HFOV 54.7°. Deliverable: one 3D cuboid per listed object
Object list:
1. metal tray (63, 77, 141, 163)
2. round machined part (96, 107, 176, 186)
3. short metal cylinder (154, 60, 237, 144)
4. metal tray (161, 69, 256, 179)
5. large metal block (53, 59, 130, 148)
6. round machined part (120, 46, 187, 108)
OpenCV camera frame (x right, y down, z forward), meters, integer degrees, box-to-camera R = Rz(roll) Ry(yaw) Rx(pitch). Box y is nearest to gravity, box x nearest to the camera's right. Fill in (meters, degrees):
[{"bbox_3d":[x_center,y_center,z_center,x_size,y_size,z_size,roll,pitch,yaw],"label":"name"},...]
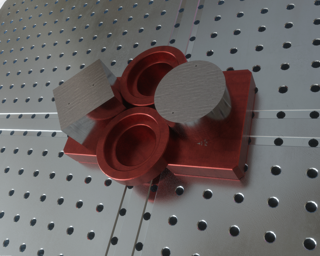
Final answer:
[{"bbox_3d":[-0.077,-0.014,0.454,0.090,0.030,0.130,1,62,27],"label":"metal tray"},{"bbox_3d":[-0.026,0.025,0.384,0.098,0.042,0.098,-13,56,21],"label":"round machined part"},{"bbox_3d":[0.041,-0.029,0.349,0.080,0.050,0.080,-13,56,21],"label":"short metal cylinder"},{"bbox_3d":[0.061,-0.008,0.375,0.090,0.030,0.130,1,62,28],"label":"metal tray"},{"bbox_3d":[-0.092,-0.034,0.423,0.080,0.050,0.080,-32,52,7],"label":"large metal block"},{"bbox_3d":[-0.002,-0.061,0.424,0.098,0.042,0.098,-13,56,21],"label":"round machined part"}]
